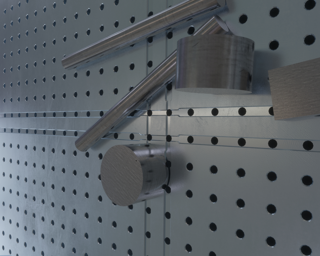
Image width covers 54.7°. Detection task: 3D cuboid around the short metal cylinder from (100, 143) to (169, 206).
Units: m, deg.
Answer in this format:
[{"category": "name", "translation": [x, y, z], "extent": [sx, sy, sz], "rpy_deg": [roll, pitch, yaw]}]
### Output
[{"category": "short metal cylinder", "translation": [-0.035, 0.062, 0.422], "extent": [0.080, 0.050, 0.079], "rpy_deg": [0, 90, 40]}]

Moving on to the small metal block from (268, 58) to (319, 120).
[{"category": "small metal block", "translation": [0.136, -0.035, 0.297], "extent": [0.050, 0.025, 0.050], "rpy_deg": [-10, 84, 39]}]

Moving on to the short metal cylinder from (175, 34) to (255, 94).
[{"category": "short metal cylinder", "translation": [0.057, -0.064, 0.327], "extent": [0.080, 0.081, 0.050], "rpy_deg": [5, 94, 40]}]

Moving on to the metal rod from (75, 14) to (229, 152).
[{"category": "metal rod", "translation": [-0.030, -0.045, 0.434], "extent": [0.299, 0.025, 0.025], "rpy_deg": [-36, 68, 34]}]

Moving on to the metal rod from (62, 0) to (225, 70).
[{"category": "metal rod", "translation": [-0.046, -0.132, 0.447], "extent": [0.300, 0.025, 0.025], "rpy_deg": [-9, 84, 39]}]
